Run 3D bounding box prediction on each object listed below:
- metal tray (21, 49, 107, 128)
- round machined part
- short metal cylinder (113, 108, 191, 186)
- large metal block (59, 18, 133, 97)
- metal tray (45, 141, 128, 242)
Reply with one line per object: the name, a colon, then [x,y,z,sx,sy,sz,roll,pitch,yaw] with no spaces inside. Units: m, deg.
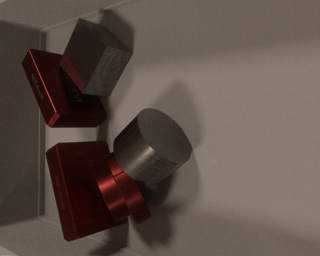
metal tray: [-0.149,-0.061,0.484,0.030,0.091,0.130,-44,64,31]
round machined part: [-0.052,0.081,0.400,0.042,0.098,0.098,-26,68,-11]
short metal cylinder: [-0.009,0.022,0.377,0.050,0.081,0.080,-44,64,31]
large metal block: [-0.099,-0.105,0.469,0.080,0.050,0.080,48,118,29]
metal tray: [-0.105,0.085,0.447,0.030,0.091,0.129,-28,73,36]
